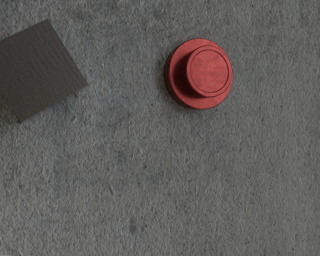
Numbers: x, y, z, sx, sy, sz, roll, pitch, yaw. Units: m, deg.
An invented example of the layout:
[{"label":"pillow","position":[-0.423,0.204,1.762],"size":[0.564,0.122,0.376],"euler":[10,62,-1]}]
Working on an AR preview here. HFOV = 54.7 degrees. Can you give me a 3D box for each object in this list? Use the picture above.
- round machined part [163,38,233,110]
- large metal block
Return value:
[{"label":"round machined part","position":[0.058,-0.074,0.423],"size":[0.099,0.042,0.097],"euler":[0,90,-21]},{"label":"large metal block","position":[-0.139,-0.061,0.345],"size":[0.080,0.050,0.080],"euler":[-34,101,-17]}]
